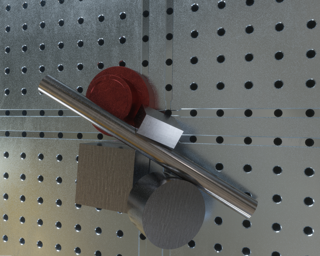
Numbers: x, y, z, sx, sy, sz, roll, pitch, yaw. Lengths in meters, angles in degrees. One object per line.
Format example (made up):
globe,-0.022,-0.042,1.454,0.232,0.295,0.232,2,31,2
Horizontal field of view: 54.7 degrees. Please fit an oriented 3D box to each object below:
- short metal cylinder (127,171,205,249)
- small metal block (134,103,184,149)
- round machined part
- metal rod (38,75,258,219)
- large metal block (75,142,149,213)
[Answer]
short metal cylinder,0.007,0.097,0.373,0.081,0.050,0.079,-2,94,-25
small metal block,-0.003,-0.003,0.389,0.050,0.050,0.025,24,103,-17
round machined part,-0.061,-0.036,0.424,0.098,0.042,0.097,0,90,19
metal rod,-0.017,0.021,0.383,0.301,0.025,0.025,31,100,4
large metal block,-0.063,0.063,0.418,0.080,0.050,0.079,5,92,19
